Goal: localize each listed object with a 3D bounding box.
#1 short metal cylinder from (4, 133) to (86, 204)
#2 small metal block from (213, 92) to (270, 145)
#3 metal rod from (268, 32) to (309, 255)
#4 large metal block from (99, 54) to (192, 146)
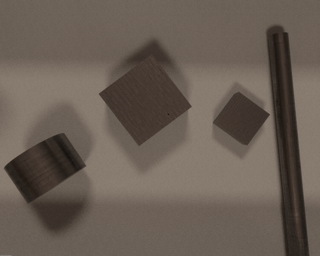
[{"bbox_3d":[-0.140,0.049,0.382,0.080,0.080,0.050,-33,90,0],"label":"short metal cylinder"},{"bbox_3d":[0.108,-0.012,0.413,0.050,0.025,0.050,36,90,-1],"label":"small metal block"},{"bbox_3d":[0.172,0.024,0.413,0.025,0.025,0.298,-5,90,-1],"label":"metal rod"},{"bbox_3d":[-0.018,-0.034,0.399,0.080,0.050,0.080,-37,90,0],"label":"large metal block"}]
